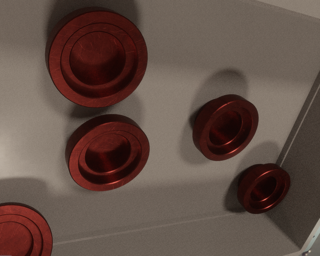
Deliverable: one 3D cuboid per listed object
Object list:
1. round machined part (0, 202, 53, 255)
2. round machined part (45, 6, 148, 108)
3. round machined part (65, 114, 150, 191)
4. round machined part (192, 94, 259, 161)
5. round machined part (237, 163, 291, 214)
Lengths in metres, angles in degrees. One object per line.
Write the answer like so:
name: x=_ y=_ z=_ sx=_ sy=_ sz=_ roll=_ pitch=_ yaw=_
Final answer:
round machined part: x=-0.181 y=0.137 z=0.365 sx=0.099 sy=0.042 sz=0.097 roll=3 pitch=83 yaw=-25
round machined part: x=-0.066 y=-0.073 z=0.317 sx=0.099 sy=0.042 sz=0.097 roll=-14 pitch=125 yaw=-21
round machined part: x=-0.066 y=0.026 z=0.379 sx=0.099 sy=0.042 sz=0.097 roll=-14 pitch=125 yaw=-21
round machined part: x=0.089 y=-0.004 z=0.446 sx=0.099 sy=0.042 sz=0.097 roll=-14 pitch=125 yaw=-21
round machined part: x=0.182 y=0.104 z=0.561 sx=0.099 sy=0.042 sz=0.097 roll=-11 pitch=121 yaw=-18
